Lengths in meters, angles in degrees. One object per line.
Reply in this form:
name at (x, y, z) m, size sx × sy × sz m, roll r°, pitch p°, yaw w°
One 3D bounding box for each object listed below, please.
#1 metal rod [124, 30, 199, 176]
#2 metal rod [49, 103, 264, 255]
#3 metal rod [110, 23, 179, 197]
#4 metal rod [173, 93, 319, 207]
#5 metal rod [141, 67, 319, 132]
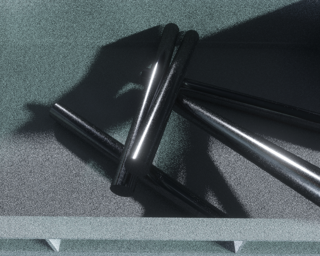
metal rod at (0.015, -0.057, 0.405) m, size 0.025 × 0.025 × 0.301 m, roll 12°, pitch 42°, yaw 9°
metal rod at (-0.023, 0.048, 0.363) m, size 0.300 × 0.025 × 0.025 m, roll 31°, pitch 57°, yaw 23°
metal rod at (-0.010, -0.048, 0.411) m, size 0.025 × 0.025 × 0.300 m, roll 9°, pitch 50°, yaw 7°
metal rod at (0.071, 0.005, 0.322) m, size 0.025 × 0.025 × 0.300 m, roll -22°, pitch 29°, yaw -18°
metal rod at (0.116, -0.037, 0.437) m, size 0.301 × 0.025 × 0.025 m, roll 17°, pitch 52°, yaw 13°
